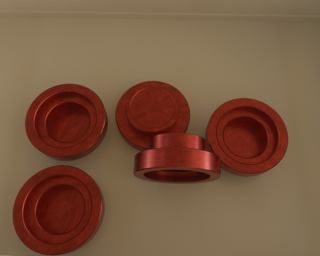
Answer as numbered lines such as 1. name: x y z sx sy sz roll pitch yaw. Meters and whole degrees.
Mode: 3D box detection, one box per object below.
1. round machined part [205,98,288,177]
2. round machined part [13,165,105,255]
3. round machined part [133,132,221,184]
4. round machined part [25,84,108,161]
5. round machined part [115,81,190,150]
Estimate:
1. round machined part: 0.107 0.014 0.397 0.099 0.042 0.098 0 70 -1
2. round machined part: -0.114 0.096 0.364 0.099 0.042 0.098 0 70 -1
3. round machined part: 0.020 0.035 0.358 0.099 0.098 0.042 2 70 0
4. round machined part: -0.116 -0.005 0.401 0.099 0.042 0.098 0 70 -1
5. round machined part: -0.009 -0.019 0.408 0.099 0.042 0.098 0 70 -1
